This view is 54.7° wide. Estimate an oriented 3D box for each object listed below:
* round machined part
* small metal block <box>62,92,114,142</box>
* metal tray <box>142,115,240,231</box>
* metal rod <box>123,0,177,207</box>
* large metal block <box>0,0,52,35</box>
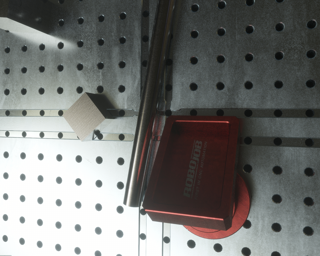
[{"bbox_3d":[0.061,0.089,0.382,0.098,0.042,0.097,0,90,19],"label":"round machined part"},{"bbox_3d":[-0.104,-0.016,0.448,0.050,0.025,0.050,-42,77,15],"label":"small metal block"},{"bbox_3d":[0.041,0.044,0.355,0.090,0.030,0.130,2,52,19],"label":"metal tray"},{"bbox_3d":[-0.012,-0.042,0.416,0.025,0.025,0.298,11,94,19],"label":"metal rod"},{"bbox_3d":[-0.223,-0.178,0.460,0.080,0.080,0.050,10,94,19],"label":"large metal block"}]
